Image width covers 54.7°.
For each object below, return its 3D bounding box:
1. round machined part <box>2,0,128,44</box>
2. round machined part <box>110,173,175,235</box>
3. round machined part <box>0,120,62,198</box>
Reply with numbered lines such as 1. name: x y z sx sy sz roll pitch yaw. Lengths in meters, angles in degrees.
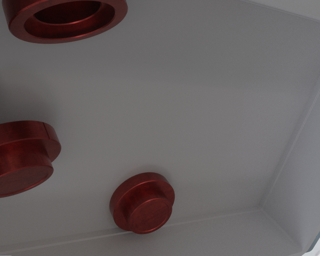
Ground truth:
1. round machined part: -0.080 -0.110 0.262 0.099 0.098 0.042 -15 90 -20
2. round machined part: -0.021 0.118 0.459 0.099 0.042 0.097 -14 124 -21
3. round machined part: -0.147 0.036 0.310 0.099 0.042 0.098 -25 161 -9
